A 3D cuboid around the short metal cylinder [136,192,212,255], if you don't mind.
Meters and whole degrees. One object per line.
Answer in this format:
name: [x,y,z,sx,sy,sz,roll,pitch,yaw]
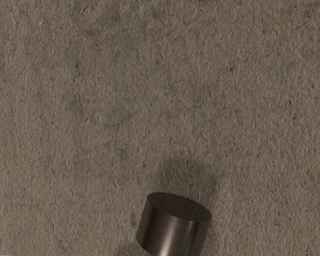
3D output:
short metal cylinder: [0.017,0.117,0.373,0.080,0.080,0.050,18,96,19]
